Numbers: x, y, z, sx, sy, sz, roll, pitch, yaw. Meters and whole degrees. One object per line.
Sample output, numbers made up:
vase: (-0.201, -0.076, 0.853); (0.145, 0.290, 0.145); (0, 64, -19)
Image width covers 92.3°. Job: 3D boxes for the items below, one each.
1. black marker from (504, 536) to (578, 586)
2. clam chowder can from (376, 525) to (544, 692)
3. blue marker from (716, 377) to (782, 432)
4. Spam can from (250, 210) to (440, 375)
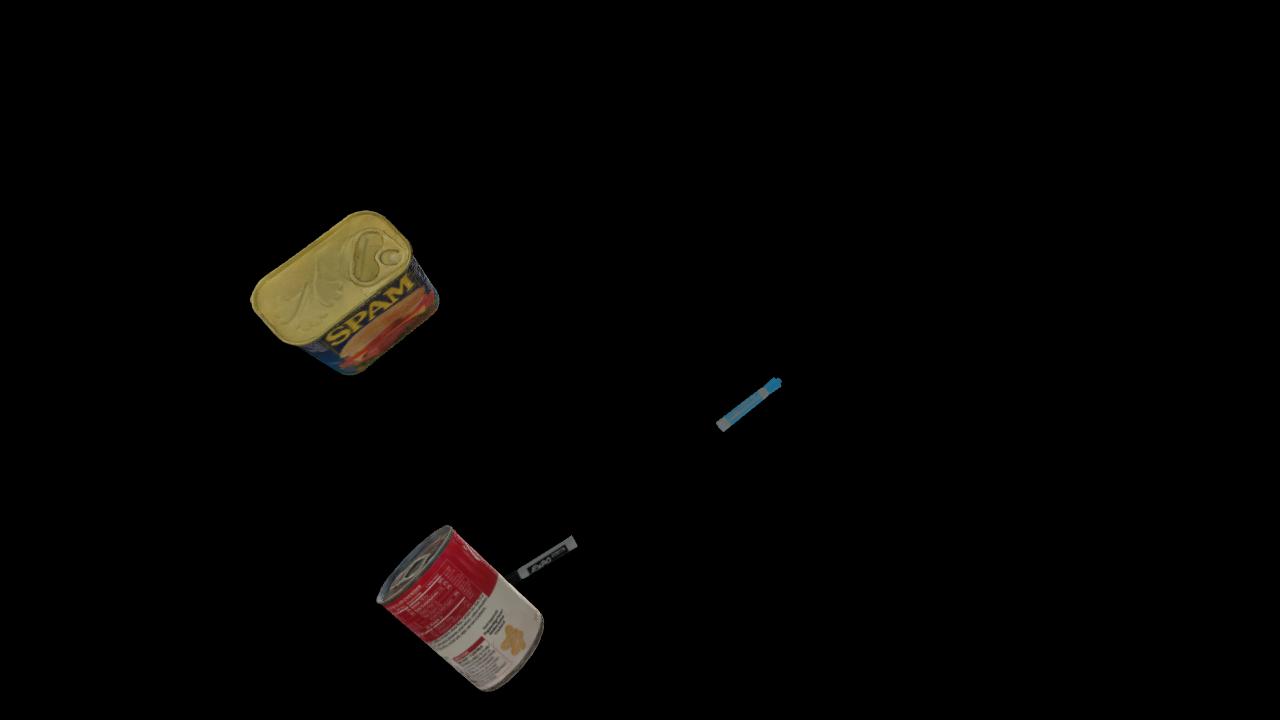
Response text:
black marker: (-0.149, 0.298, 0.905); (0.121, 0.020, 0.020); (-29, 7, -13)
clam chowder can: (-0.127, 0.179, 0.444); (0.068, 0.102, 0.068); (-39, 13, 10)
blue marker: (0.169, 0.067, 0.946); (0.121, 0.020, 0.020); (-37, 5, -7)
Spam can: (-0.201, -0.043, 0.437); (0.101, 0.058, 0.085); (-42, -10, -14)
